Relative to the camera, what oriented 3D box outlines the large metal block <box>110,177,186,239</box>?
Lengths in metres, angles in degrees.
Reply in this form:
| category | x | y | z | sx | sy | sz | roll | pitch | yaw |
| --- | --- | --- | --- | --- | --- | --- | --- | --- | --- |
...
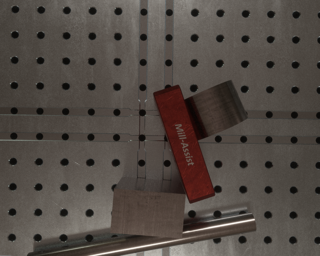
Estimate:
| category | x | y | z | sx | sy | sz | roll | pitch | yaw |
| --- | --- | --- | --- | --- | --- | --- | --- | --- | --- |
| large metal block | -0.013 | 0.095 | 0.386 | 0.081 | 0.080 | 0.050 | 5 | 90 | 0 |

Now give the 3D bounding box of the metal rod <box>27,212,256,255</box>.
| category | x | y | z | sx | sy | sz | roll | pitch | yaw |
| --- | --- | --- | --- | --- | --- | --- | --- | --- | --- |
| metal rod | -0.024 | 0.152 | 0.413 | 0.302 | 0.025 | 0.025 | -10 | 90 | -1 |

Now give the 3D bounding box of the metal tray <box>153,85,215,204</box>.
| category | x | y | z | sx | sy | sz | roll | pitch | yaw |
| --- | --- | --- | --- | --- | --- | --- | --- | --- | --- |
| metal tray | 0.027 | 0.018 | 0.381 | 0.030 | 0.090 | 0.129 | -18 | 90 | 0 |

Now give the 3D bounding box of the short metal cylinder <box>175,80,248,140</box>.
| category | x | y | z | sx | sy | sz | roll | pitch | yaw |
| --- | --- | --- | --- | --- | --- | --- | --- | --- | --- |
| short metal cylinder | 0.062 | -0.020 | 0.387 | 0.080 | 0.080 | 0.050 | -24 | 90 | 0 |
